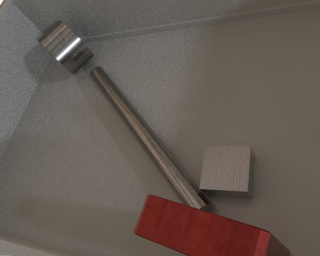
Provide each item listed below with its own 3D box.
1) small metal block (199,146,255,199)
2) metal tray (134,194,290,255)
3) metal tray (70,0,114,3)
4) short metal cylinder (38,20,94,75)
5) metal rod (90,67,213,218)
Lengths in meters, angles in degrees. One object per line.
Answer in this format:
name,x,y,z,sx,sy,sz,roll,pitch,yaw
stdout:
small metal block,0.074,0.048,0.337,0.050,0.025,0.050,-2,61,26
metal tray,0.050,0.094,0.253,0.090,0.130,0.030,10,70,32
metal tray,-0.135,-0.313,0.664,0.130,0.030,0.090,15,69,33
short metal cylinder,-0.162,-0.139,0.538,0.050,0.080,0.080,-45,51,-3
metal rod,-0.029,-0.001,0.420,0.025,0.025,0.300,-40,51,1
